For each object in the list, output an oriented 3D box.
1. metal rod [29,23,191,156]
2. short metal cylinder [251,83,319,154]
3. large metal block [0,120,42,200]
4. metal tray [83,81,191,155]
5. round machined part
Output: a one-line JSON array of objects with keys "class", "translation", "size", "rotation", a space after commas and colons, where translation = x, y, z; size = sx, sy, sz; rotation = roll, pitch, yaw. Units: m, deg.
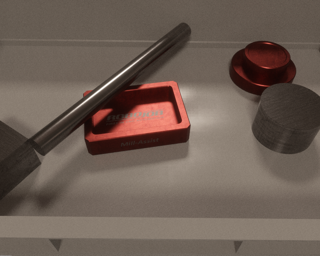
[{"class": "metal rod", "translation": [-0.048, -0.069, 0.423], "size": [0.025, 0.025, 0.301], "rotation": [29, 54, 22]}, {"class": "short metal cylinder", "translation": [0.165, -0.013, 0.402], "size": [0.081, 0.050, 0.080], "rotation": [0, 50, 0]}, {"class": "large metal block", "translation": [-0.202, 0.036, 0.356], "size": [0.080, 0.050, 0.080], "rotation": [28, 55, 21]}, {"class": "metal tray", "translation": [-0.033, -0.016, 0.414], "size": [0.131, 0.030, 0.090], "rotation": [-8, 51, -7]}, {"class": "round machined part", "translation": [0.161, -0.098, 0.479], "size": [0.099, 0.042, 0.098], "rotation": [0, 50, 0]}]
